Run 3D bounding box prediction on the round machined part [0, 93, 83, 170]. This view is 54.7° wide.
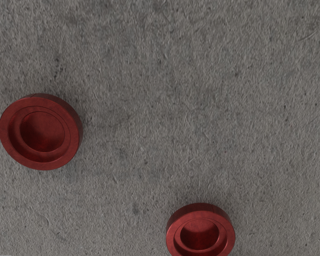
[{"bbox_3d":[-0.148,0.002,0.400,0.099,0.042,0.097,0,110,0],"label":"round machined part"}]

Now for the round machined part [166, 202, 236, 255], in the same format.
[{"bbox_3d":[0.058,0.151,0.457,0.099,0.042,0.097,0,110,0],"label":"round machined part"}]
